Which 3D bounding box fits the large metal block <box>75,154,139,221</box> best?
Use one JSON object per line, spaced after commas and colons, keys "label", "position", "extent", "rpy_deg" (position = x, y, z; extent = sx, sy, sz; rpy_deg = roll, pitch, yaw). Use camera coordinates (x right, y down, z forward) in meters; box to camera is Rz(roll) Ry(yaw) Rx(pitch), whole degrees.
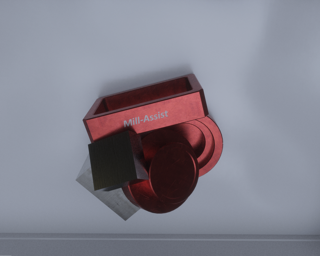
{"label": "large metal block", "position": [-0.052, 0.057, 0.401], "extent": [0.050, 0.080, 0.080], "rpy_deg": [-42, 105, 14]}

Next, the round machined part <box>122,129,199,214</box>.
{"label": "round machined part", "position": [0.006, 0.050, 0.357], "extent": [0.099, 0.042, 0.097], "rpy_deg": [1, 88, -33]}

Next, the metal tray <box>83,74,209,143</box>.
{"label": "metal tray", "position": [-0.015, -0.026, 0.365], "extent": [0.131, 0.090, 0.030], "rpy_deg": [-14, 110, 4]}

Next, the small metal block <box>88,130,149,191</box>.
{"label": "small metal block", "position": [-0.044, 0.036, 0.324], "extent": [0.050, 0.025, 0.050], "rpy_deg": [-19, 71, 19]}

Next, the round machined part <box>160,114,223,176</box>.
{"label": "round machined part", "position": [0.030, 0.016, 0.408], "extent": [0.099, 0.042, 0.097], "rpy_deg": [0, 110, -1]}
